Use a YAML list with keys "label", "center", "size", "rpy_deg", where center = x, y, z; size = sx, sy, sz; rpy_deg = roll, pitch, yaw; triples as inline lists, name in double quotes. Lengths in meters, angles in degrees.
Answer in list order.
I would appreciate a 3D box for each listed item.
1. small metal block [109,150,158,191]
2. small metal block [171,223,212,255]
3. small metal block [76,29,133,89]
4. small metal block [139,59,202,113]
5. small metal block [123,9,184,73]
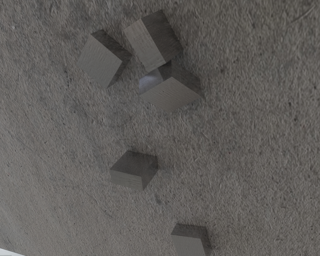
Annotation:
- label: "small metal block"
  center: [-0.036, 0.060, 0.447]
  size: [0.050, 0.050, 0.025]
  rpy_deg: [9, 122, 23]
- label: "small metal block"
  center: [0.051, 0.182, 0.493]
  size: [0.050, 0.025, 0.050]
  rpy_deg: [-3, 117, 29]
- label: "small metal block"
  center: [-0.071, -0.086, 0.391]
  size: [0.050, 0.025, 0.050]
  rpy_deg: [40, 129, 0]
- label: "small metal block"
  center: [0.012, -0.046, 0.356]
  size: [0.050, 0.025, 0.050]
  rpy_deg: [-26, 142, 37]
- label: "small metal block"
  center: [-0.005, -0.095, 0.335]
  size: [0.025, 0.050, 0.050]
  rpy_deg: [-21, 107, 36]
